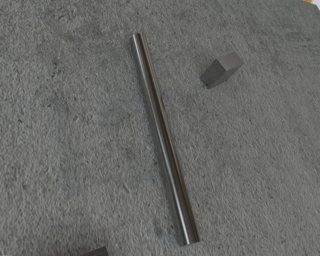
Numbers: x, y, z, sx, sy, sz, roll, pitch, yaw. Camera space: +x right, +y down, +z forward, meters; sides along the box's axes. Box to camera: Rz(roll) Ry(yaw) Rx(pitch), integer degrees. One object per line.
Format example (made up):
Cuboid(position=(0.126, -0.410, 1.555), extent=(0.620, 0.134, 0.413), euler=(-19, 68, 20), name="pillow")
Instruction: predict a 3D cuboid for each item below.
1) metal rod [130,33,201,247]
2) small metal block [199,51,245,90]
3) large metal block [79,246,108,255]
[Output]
Cuboid(position=(0.000, -0.002, 0.406), extent=(0.025, 0.025, 0.299), euler=(0, 62, -29), name="metal rod")
Cuboid(position=(0.100, -0.093, 0.500), extent=(0.050, 0.050, 0.025), euler=(-28, 77, -37), name="small metal block")
Cuboid(position=(-0.076, 0.155, 0.253), extent=(0.081, 0.050, 0.080), euler=(-10, 67, -33), name="large metal block")
